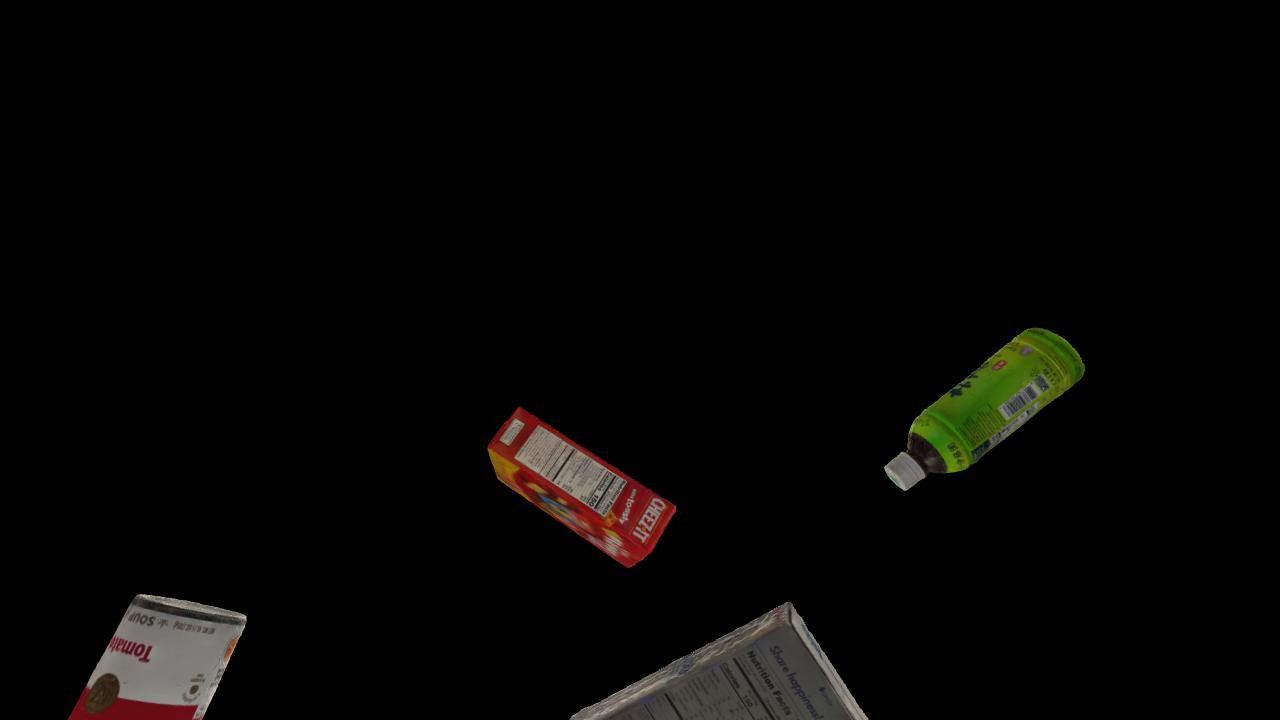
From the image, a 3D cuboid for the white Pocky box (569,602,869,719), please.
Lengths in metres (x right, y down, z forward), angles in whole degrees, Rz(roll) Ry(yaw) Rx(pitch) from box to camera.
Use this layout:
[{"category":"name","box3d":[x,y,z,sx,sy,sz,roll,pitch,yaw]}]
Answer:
[{"category":"white Pocky box","box3d":[0.039,0.205,0.335,0.154,0.084,0.028,-34,-2,14]}]

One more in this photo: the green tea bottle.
[{"category":"green tea bottle","box3d":[0.338,0.055,0.618,0.212,0.073,0.073,-37,3,-4]}]

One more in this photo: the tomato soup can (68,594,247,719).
[{"category":"tomato soup can","box3d":[-0.299,0.203,0.378,0.068,0.101,0.068,11,-26,5]}]

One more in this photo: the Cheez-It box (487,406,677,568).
[{"category":"Cheez-It box","box3d":[-0.077,0.165,0.768,0.223,0.071,0.166,32,-24,6]}]
